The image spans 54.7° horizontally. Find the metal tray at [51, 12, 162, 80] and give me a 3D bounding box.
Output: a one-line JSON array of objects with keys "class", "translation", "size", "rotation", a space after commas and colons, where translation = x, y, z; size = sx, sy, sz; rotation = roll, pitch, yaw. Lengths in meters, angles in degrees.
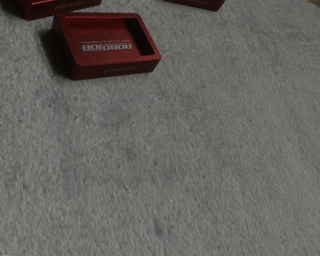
[{"class": "metal tray", "translation": [-0.073, -0.118, 0.434], "size": [0.131, 0.030, 0.090], "rotation": [-14, 69, -34]}]

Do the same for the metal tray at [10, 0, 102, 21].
[{"class": "metal tray", "translation": [-0.156, -0.210, 0.445], "size": [0.131, 0.030, 0.090], "rotation": [-33, 80, -38]}]

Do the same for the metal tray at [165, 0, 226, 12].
[{"class": "metal tray", "translation": [0.058, -0.281, 0.605], "size": [0.131, 0.030, 0.090], "rotation": [-2, 63, -29]}]
